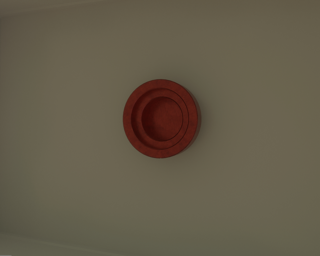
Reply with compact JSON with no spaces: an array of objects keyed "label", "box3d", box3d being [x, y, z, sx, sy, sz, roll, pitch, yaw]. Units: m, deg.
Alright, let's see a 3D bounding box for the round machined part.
[{"label":"round machined part","box3d":[0.005,-0.011,0.400,0.098,0.042,0.097,0,90,20]}]
